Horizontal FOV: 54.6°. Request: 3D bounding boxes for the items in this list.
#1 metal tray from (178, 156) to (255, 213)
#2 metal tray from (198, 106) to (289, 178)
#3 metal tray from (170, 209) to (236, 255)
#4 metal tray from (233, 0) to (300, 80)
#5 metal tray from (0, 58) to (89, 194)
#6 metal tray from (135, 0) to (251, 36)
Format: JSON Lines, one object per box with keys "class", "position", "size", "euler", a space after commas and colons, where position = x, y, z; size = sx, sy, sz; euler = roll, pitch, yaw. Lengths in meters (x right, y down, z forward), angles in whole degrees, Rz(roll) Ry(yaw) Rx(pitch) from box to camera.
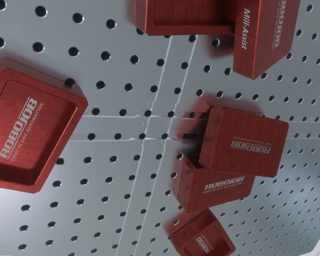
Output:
{"class": "metal tray", "position": [0.098, 0.084, 0.513], "size": [0.131, 0.030, 0.089], "euler": [-8, 122, -24]}
{"class": "metal tray", "position": [0.128, 0.023, 0.466], "size": [0.131, 0.030, 0.090], "euler": [10, 95, -27]}
{"class": "metal tray", "position": [0.085, 0.221, 0.589], "size": [0.090, 0.030, 0.130], "euler": [-36, 129, -5]}
{"class": "metal tray", "position": [0.128, -0.134, 0.367], "size": [0.090, 0.030, 0.129], "euler": [-36, 139, -27]}
{"class": "metal tray", "position": [-0.147, 0.004, 0.329], "size": [0.090, 0.030, 0.129], "euler": [22, 106, -36]}
{"class": "metal tray", "position": [0.041, -0.150, 0.336], "size": [0.131, 0.030, 0.089], "euler": [-9, 122, -24]}
